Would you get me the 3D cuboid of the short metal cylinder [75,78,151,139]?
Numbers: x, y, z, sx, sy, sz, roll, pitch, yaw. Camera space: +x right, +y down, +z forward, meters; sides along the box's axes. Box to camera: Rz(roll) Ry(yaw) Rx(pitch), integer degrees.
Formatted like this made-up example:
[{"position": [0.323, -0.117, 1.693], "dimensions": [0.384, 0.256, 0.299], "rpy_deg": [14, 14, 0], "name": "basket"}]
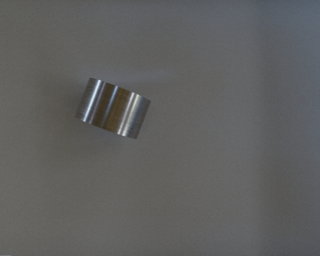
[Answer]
[{"position": [-0.057, -0.024, 0.383], "dimensions": [0.080, 0.080, 0.050], "rpy_deg": [21, 90, -1], "name": "short metal cylinder"}]
